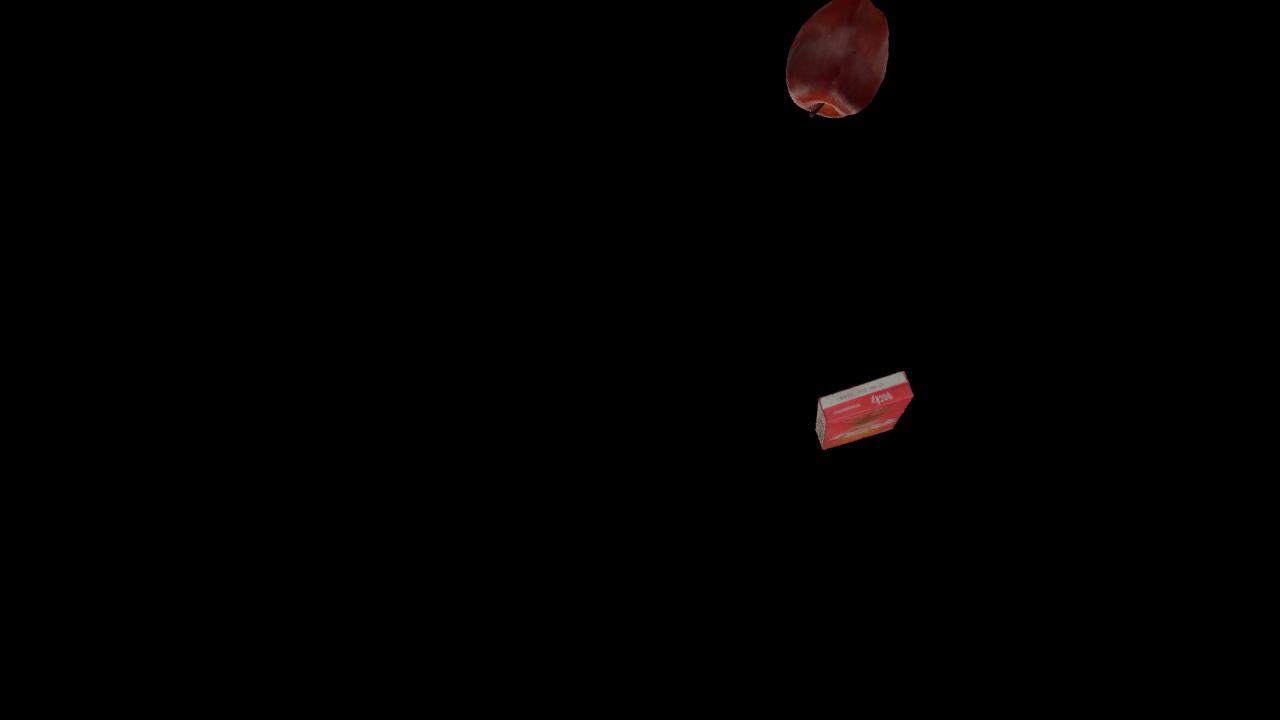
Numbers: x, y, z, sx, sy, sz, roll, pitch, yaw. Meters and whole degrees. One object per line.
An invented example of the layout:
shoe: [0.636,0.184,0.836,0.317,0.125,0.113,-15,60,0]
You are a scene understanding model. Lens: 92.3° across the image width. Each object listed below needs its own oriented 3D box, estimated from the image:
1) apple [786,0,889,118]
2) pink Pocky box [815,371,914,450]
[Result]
apple: [0.161,-0.245,0.505,0.079,0.093,0.079,20,8,-3]
pink Pocky box: [0.229,0.057,0.643,0.084,0.029,0.155,-19,-21,8]
